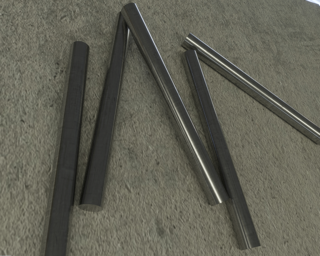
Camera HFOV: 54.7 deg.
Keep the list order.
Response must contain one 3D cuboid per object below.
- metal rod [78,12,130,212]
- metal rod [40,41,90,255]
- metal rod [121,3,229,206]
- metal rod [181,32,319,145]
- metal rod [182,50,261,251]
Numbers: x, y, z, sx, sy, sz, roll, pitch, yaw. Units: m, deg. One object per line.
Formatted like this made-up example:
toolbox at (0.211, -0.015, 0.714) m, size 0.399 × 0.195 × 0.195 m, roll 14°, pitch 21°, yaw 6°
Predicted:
metal rod at (-0.063, -0.044, 0.396) m, size 0.025 × 0.025 × 0.300 m, roll 16°, pitch 55°, yaw -19°
metal rod at (-0.100, 0.023, 0.335) m, size 0.025 × 0.025 × 0.299 m, roll 11°, pitch 57°, yaw -22°
metal rod at (0.015, -0.040, 0.419) m, size 0.025 × 0.025 × 0.299 m, roll -16°, pitch 75°, yaw -34°
metal rod at (0.166, -0.064, 0.531) m, size 0.301 × 0.025 × 0.025 m, roll 35°, pitch 51°, yaw -6°
metal rod at (0.078, 0.013, 0.437) m, size 0.025 × 0.025 × 0.299 m, roll 1°, pitch 61°, yaw -28°
